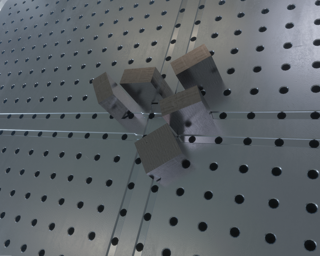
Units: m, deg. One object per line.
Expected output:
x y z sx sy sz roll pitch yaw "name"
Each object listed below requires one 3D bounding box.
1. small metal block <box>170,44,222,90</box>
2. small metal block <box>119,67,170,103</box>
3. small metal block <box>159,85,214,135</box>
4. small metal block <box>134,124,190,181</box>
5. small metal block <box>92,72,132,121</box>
0.049 -0.076 0.414 0.050 0.050 0.025 -28 52 11 "small metal block"
-0.020 -0.060 0.441 0.050 0.050 0.025 2 63 29 "small metal block"
0.034 -0.021 0.388 0.050 0.050 0.025 -21 54 16 "small metal block"
0.002 0.030 0.390 0.050 0.025 0.050 -31 52 8 "small metal block"
-0.072 -0.046 0.460 0.025 0.050 0.050 -31 52 9 "small metal block"
